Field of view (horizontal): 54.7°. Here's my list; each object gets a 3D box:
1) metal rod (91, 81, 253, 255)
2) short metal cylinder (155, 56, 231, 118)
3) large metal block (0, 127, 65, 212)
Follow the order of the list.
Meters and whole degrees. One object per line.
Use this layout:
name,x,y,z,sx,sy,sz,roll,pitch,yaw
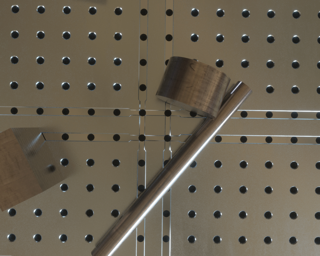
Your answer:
metal rod,0.016,0.059,0.413,0.025,0.025,0.300,41,90,-1
short metal cylinder,0.041,-0.049,0.386,0.080,0.080,0.050,21,90,-1
large metal block,-0.171,0.046,0.384,0.050,0.080,0.080,-26,90,0
